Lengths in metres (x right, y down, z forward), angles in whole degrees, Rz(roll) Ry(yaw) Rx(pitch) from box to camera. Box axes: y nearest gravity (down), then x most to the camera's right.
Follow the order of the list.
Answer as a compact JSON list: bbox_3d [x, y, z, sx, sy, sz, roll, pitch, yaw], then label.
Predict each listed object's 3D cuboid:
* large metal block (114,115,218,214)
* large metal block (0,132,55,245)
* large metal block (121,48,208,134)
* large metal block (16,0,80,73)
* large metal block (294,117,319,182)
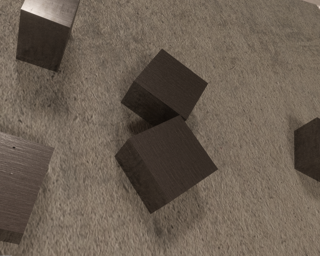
[{"bbox_3d":[0.007,0.041,0.368,0.081,0.050,0.080,-25,76,-37],"label":"large metal block"},{"bbox_3d":[-0.151,0.050,0.276,0.080,0.050,0.080,20,54,-17],"label":"large metal block"},{"bbox_3d":[0.007,-0.048,0.423,0.080,0.050,0.080,37,51,-4],"label":"large metal block"},{"bbox_3d":[-0.133,-0.129,0.376,0.050,0.080,0.080,17,55,-19],"label":"large metal block"},{"bbox_3d":[0.273,0.042,0.513,0.080,0.050,0.080,27,52,-12],"label":"large metal block"}]
